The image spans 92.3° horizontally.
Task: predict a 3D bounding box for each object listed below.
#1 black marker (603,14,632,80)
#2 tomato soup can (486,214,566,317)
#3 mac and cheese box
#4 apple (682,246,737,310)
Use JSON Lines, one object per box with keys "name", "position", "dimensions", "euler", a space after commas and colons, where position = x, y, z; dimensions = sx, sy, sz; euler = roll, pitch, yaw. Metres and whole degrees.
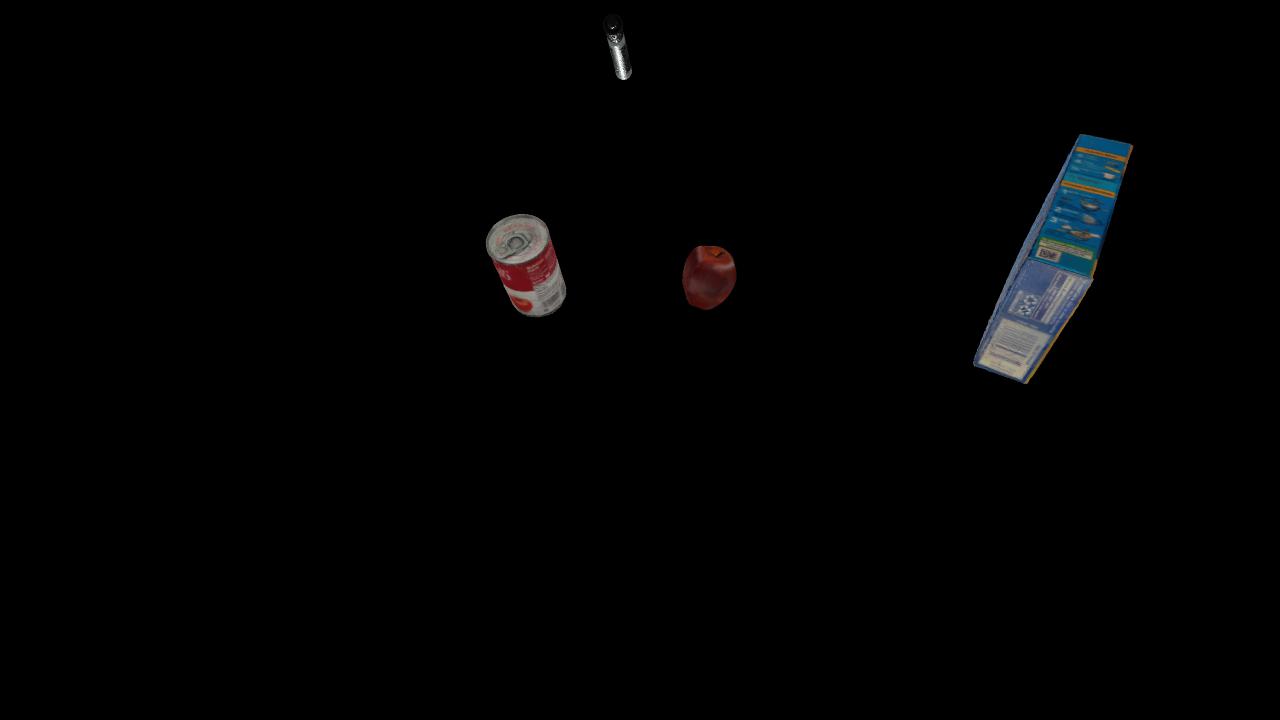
{"name": "black marker", "position": [-0.022, -0.316, 0.625], "dimensions": [0.020, 0.020, 0.121], "euler": [0, 5, 3]}
{"name": "tomato soup can", "position": [-0.122, -0.101, 0.678], "dimensions": [0.068, 0.068, 0.101], "euler": [0, -29, 6]}
{"name": "mac and cheese box", "position": [0.289, -0.075, 0.428], "dimensions": [0.041, 0.093, 0.184], "euler": [25, 52, 26]}
{"name": "apple", "position": [0.097, -0.114, 0.855], "dimensions": [0.079, 0.079, 0.093], "euler": [0, -44, -20]}
